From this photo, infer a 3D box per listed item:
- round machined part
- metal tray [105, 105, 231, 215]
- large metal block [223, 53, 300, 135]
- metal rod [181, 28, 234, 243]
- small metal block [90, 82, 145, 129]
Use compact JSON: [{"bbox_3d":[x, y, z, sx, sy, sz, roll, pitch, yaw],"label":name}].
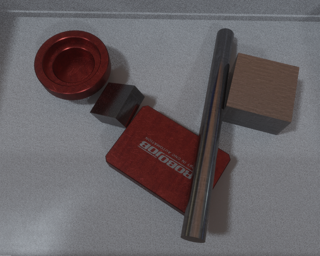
[{"bbox_3d":[-0.117,-0.082,0.429,0.099,0.042,0.098,0,70,-1],"label":"round machined part"},{"bbox_3d":[0.010,0.041,0.392,0.130,0.030,0.090,32,73,10],"label":"metal tray"},{"bbox_3d":[0.131,-0.045,0.414,0.080,0.050,0.080,15,71,5],"label":"large metal block"},{"bbox_3d":[0.066,-0.013,0.388,0.025,0.025,0.300,12,60,4],"label":"metal rod"},{"bbox_3d":[-0.056,-0.031,0.408,0.050,0.025,0.050,13,67,38],"label":"small metal block"}]
